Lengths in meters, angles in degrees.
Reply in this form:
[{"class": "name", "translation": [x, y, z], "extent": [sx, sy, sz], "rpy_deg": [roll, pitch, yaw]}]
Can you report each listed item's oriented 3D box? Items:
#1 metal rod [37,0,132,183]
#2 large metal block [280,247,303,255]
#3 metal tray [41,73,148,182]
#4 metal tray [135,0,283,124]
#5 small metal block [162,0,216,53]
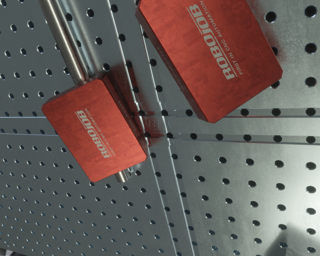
[{"class": "metal rod", "translation": [-0.101, -0.052, 0.430], "extent": [0.025, 0.025, 0.298], "rpy_deg": [-5, 116, 30]}, {"class": "large metal block", "translation": [0.196, 0.228, 0.433], "extent": [0.080, 0.050, 0.079], "rpy_deg": [25, 127, 12]}, {"class": "metal tray", "translation": [-0.085, 0.002, 0.423], "extent": [0.090, 0.030, 0.130], "rpy_deg": [-25, 111, 9]}, {"class": "metal tray", "translation": [0.048, -0.081, 0.298], "extent": [0.090, 0.030, 0.130], "rpy_deg": [-34, 103, -5]}, {"class": "small metal block", "translation": [0.026, -0.105, 0.313], "extent": [0.025, 0.050, 0.050], "rpy_deg": [-33, 104, -5]}]
